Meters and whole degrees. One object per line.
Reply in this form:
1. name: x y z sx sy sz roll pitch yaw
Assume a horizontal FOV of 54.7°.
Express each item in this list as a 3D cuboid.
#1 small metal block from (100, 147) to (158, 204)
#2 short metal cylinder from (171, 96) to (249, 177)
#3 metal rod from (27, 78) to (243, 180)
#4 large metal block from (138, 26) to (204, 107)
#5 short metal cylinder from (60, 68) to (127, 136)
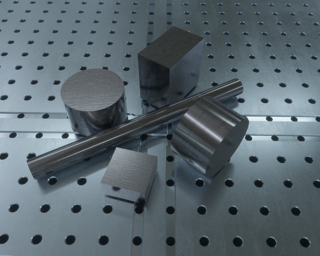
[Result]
1. small metal block: -0.034 0.054 0.357 0.050 0.025 0.050 12 51 9
2. short metal cylinder: 0.058 0.010 0.359 0.050 0.080 0.080 36 59 26
3. metal rod: -0.018 -0.006 0.408 0.302 0.025 0.025 -23 54 -18
4. large metal block: 0.016 -0.083 0.437 0.050 0.080 0.080 29 56 22
5. short metal cylinder: -0.086 -0.035 0.415 0.081 0.050 0.080 0 50 0
